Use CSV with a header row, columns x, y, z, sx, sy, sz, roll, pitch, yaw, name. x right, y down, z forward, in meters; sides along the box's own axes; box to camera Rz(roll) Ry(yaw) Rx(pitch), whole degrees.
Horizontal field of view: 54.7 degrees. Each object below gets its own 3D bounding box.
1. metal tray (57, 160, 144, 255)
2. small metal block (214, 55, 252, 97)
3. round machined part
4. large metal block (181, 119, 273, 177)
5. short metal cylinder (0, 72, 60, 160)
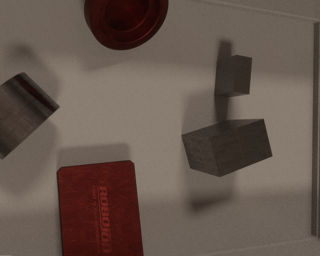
x,y,z,sx,sy,sz,roll,pitch,yaw,name
-0.072,0.108,0.371,0.091,0.030,0.129,-4,82,-21,metal tray
0.102,-0.071,0.436,0.025,0.050,0.050,6,88,-20,small metal block
-0.043,-0.145,0.367,0.099,0.097,0.042,-21,58,-19,round machined part
0.087,0.023,0.415,0.081,0.080,0.050,-17,96,-20,large metal block
-0.153,-0.013,0.325,0.080,0.080,0.050,-47,105,-14,short metal cylinder
